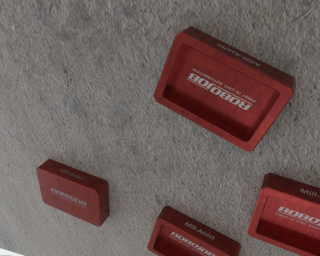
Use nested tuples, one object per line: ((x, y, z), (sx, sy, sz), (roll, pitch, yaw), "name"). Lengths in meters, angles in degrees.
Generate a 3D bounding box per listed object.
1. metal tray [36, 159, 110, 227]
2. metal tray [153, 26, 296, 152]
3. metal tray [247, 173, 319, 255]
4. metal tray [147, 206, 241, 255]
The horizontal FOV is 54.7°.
((-0.156, 0.116, 0.558), (0.130, 0.030, 0.089), (17, 125, 18), "metal tray")
((0.066, -0.042, 0.342), (0.130, 0.030, 0.089), (30, 128, 9), "metal tray")
((0.183, 0.116, 0.378), (0.130, 0.030, 0.089), (17, 125, 18), "metal tray")
((0.050, 0.190, 0.494), (0.130, 0.030, 0.089), (25, 127, 12), "metal tray")
